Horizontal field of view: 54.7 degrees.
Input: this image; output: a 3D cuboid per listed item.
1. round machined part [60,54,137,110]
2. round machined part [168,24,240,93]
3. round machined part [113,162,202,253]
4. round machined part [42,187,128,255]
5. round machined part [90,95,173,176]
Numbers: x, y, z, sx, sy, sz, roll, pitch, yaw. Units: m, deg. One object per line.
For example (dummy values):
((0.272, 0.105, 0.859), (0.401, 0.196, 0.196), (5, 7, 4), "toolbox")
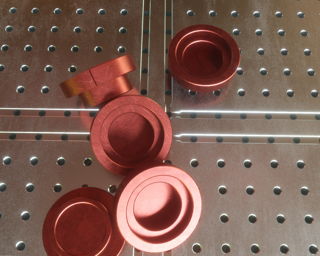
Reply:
((-0.074, -0.056, 0.400), (0.099, 0.098, 0.042), (-25, 101, -9), "round machined part")
((0.059, -0.093, 0.438), (0.099, 0.042, 0.098), (0, 70, -1), "round machined part")
((-0.005, 0.087, 0.356), (0.099, 0.042, 0.097), (-2, 95, -18), "round machined part")
((-0.087, 0.117, 0.359), (0.099, 0.042, 0.098), (0, 70, -1), "round machined part")
((-0.037, 0.008, 0.386), (0.099, 0.042, 0.097), (-1, 94, -15), "round machined part")
